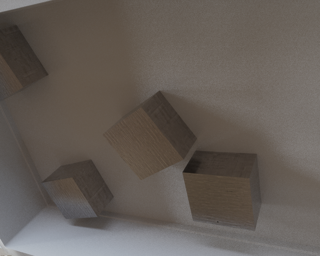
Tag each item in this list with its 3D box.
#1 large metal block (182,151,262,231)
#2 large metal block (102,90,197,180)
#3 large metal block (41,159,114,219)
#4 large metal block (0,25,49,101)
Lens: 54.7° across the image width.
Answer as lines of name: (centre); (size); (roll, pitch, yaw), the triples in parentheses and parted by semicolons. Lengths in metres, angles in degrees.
large metal block: (0.082, 0.078, 0.397); (0.080, 0.050, 0.079); (1, 119, 27)
large metal block: (-0.013, 0.011, 0.405); (0.080, 0.050, 0.080); (-32, 101, 38)
large metal block: (-0.140, 0.106, 0.530); (0.080, 0.050, 0.080); (-14, 111, 33)
large metal block: (-0.226, -0.091, 0.453); (0.080, 0.050, 0.080); (-18, 109, 34)
